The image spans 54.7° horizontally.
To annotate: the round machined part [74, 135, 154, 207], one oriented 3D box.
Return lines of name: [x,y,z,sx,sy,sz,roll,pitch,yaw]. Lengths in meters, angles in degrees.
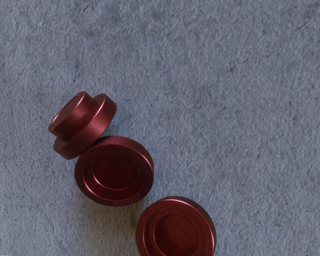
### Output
round machined part: [-0.057,0.051,0.403,0.099,0.042,0.097,0,118,0]

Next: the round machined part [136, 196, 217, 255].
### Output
round machined part: [0.023,0.134,0.391,0.098,0.042,0.097,0,90,19]

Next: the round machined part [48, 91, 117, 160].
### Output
round machined part: [-0.106,-0.010,0.404,0.098,0.098,0.042,-39,115,15]
